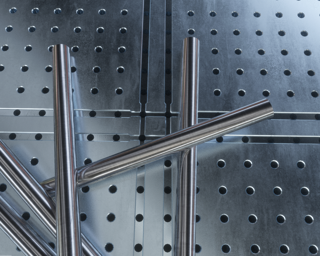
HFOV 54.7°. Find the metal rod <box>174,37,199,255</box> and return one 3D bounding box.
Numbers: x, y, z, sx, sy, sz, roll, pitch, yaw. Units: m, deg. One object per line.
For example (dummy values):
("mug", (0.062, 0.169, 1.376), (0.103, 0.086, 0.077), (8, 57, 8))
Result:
("metal rod", (0.037, 0.013, 0.407), (0.025, 0.025, 0.299), (3, 70, 1))

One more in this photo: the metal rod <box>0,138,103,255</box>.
("metal rod", (-0.113, 0.109, 0.350), (0.025, 0.025, 0.300), (-42, 83, -14))

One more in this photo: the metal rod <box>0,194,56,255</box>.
("metal rod", (-0.126, 0.154, 0.353), (0.300, 0.025, 0.025), (39, 75, 13))

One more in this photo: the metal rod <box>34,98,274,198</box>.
("metal rod", (-0.008, 0.028, 0.380), (0.301, 0.025, 0.025), (-20, 71, 0))

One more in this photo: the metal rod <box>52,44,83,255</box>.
("metal rod", (-0.117, 0.014, 0.379), (0.025, 0.025, 0.299), (-10, 61, -4))
